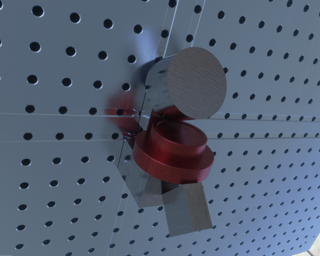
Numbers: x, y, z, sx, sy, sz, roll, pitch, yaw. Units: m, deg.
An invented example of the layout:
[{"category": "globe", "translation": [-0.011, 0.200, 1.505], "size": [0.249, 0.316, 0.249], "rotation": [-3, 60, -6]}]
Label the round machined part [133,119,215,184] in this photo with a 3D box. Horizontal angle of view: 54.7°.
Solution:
[{"category": "round machined part", "translation": [0.019, 0.022, 0.376], "size": [0.099, 0.098, 0.042], "rotation": [1, 118, -29]}]

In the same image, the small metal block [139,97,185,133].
[{"category": "small metal block", "translation": [0.005, -0.022, 0.401], "size": [0.050, 0.025, 0.050], "rotation": [1, 118, -29]}]

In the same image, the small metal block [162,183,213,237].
[{"category": "small metal block", "translation": [0.029, 0.094, 0.353], "size": [0.025, 0.050, 0.050], "rotation": [1, 156, -30]}]

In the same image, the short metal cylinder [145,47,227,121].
[{"category": "short metal cylinder", "translation": [0.030, -0.049, 0.361], "size": [0.081, 0.050, 0.080], "rotation": [1, 88, -29]}]

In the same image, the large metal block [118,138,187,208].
[{"category": "large metal block", "translation": [-0.001, 0.055, 0.410], "size": [0.081, 0.080, 0.050], "rotation": [1, 118, -29]}]
